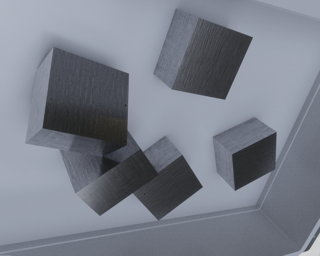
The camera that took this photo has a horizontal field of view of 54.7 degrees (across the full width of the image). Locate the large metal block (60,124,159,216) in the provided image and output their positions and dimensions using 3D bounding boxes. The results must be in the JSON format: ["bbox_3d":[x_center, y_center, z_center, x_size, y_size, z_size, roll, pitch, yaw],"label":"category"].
[{"bbox_3d":[-0.061,0.040,0.364,0.080,0.080,0.050,-34,132,-6],"label":"large metal block"}]

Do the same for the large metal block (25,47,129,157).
[{"bbox_3d":[-0.080,-0.021,0.309,0.081,0.080,0.050,15,154,-35],"label":"large metal block"}]

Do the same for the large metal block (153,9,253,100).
[{"bbox_3d":[0.049,-0.085,0.368,0.081,0.050,0.079,7,115,-32],"label":"large metal block"}]

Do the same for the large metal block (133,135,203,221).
[{"bbox_3d":[0.003,0.072,0.440,0.080,0.050,0.080,-36,130,-4],"label":"large metal block"}]

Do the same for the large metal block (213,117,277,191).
[{"bbox_3d":[0.136,0.041,0.495,0.081,0.050,0.080,-24,128,-14],"label":"large metal block"}]
